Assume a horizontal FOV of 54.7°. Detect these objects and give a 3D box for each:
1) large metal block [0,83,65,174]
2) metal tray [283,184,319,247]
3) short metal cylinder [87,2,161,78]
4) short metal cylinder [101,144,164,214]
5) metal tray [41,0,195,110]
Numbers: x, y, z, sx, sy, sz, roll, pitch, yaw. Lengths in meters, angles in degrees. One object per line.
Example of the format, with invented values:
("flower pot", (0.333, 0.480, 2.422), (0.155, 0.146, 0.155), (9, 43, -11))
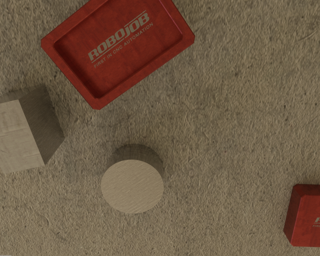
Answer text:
("large metal block", (-0.164, -0.002, 0.378), (0.050, 0.080, 0.080), (-12, 110, 4))
("metal tray", (0.259, 0.131, 0.458), (0.131, 0.030, 0.089), (2, 110, -1))
("short metal cylinder", (-0.039, -0.102, 0.358), (0.081, 0.050, 0.079), (0, 110, 0))
("short metal cylinder", (-0.036, 0.068, 0.421), (0.081, 0.050, 0.079), (0, 110, 0))
("metal tray", (-0.042, -0.091, 0.319), (0.130, 0.030, 0.090), (-34, 107, 11))
